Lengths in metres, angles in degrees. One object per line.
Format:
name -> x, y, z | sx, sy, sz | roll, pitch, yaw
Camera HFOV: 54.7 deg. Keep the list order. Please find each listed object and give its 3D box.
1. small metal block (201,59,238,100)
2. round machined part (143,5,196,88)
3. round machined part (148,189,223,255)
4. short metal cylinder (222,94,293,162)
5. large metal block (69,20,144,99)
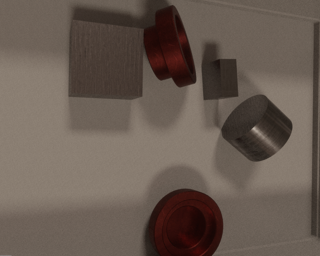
small metal block -> 0.082, -0.066, 0.429 | 0.025, 0.050, 0.050 | -4, 92, -20
round machined part -> 0.011, -0.097, 0.387 | 0.042, 0.098, 0.097 | -14, 96, 15
round machined part -> 0.031, 0.130, 0.413 | 0.099, 0.042, 0.097 | 1, 88, -21
short metal cylinder -> 0.134, 0.000, 0.432 | 0.050, 0.080, 0.080 | 39, 77, -16
large metal block -> -0.066, -0.077, 0.373 | 0.081, 0.050, 0.079 | 1, 90, -20
